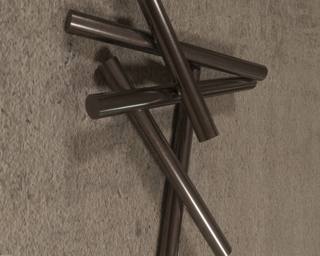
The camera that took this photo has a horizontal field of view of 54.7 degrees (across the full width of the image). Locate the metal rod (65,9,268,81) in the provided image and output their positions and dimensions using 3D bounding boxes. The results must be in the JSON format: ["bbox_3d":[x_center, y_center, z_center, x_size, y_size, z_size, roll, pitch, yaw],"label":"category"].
[{"bbox_3d":[0.031,-0.099,0.405,0.302,0.025,0.025,6,86,-32],"label":"metal rod"}]

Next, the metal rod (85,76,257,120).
[{"bbox_3d":[0.041,-0.048,0.405,0.302,0.025,0.025,-14,100,-43],"label":"metal rod"}]

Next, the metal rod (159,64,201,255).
[{"bbox_3d":[0.030,0.036,0.431,0.025,0.025,0.298,13,82,-40],"label":"metal rod"}]

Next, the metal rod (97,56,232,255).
[{"bbox_3d":[0.013,0.047,0.392,0.025,0.025,0.299,-41,107,-33],"label":"metal rod"}]

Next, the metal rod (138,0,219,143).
[{"bbox_3d":[-0.003,-0.125,0.358,0.025,0.025,0.299,-25,92,-38],"label":"metal rod"}]
